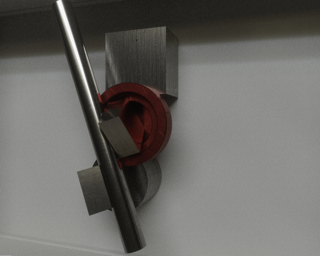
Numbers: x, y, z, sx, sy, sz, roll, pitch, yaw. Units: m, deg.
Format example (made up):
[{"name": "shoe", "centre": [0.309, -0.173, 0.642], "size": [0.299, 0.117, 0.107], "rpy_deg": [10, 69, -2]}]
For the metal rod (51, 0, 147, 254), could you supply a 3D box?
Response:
[{"name": "metal rod", "centre": [-0.073, -0.007, 0.359], "size": [0.025, 0.025, 0.299], "rpy_deg": [-20, 84, 18]}]

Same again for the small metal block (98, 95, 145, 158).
[{"name": "small metal block", "centre": [-0.043, -0.002, 0.359], "size": [0.025, 0.050, 0.050], "rpy_deg": [-19, 119, 15]}]

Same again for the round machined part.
[{"name": "round machined part", "centre": [-0.032, -0.005, 0.379], "size": [0.098, 0.042, 0.097], "rpy_deg": [0, 90, 19]}]

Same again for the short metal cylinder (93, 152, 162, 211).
[{"name": "short metal cylinder", "centre": [-0.044, 0.066, 0.411], "size": [0.080, 0.050, 0.079], "rpy_deg": [0, 90, 19]}]

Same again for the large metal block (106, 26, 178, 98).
[{"name": "large metal block", "centre": [-0.022, -0.080, 0.401], "size": [0.080, 0.050, 0.079], "rpy_deg": [0, 90, 19]}]

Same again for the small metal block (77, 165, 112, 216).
[{"name": "small metal block", "centre": [-0.078, 0.073, 0.366], "size": [0.025, 0.050, 0.050], "rpy_deg": [-16, 83, -14]}]
